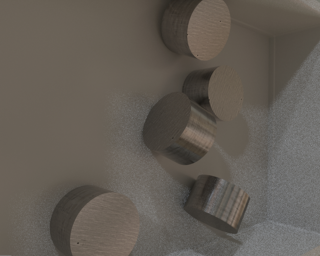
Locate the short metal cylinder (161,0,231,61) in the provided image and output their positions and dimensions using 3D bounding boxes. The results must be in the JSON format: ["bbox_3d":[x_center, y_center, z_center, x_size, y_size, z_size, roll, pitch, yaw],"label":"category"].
[{"bbox_3d":[0.049,-0.136,0.417,0.081,0.050,0.079,-20,123,-34],"label":"short metal cylinder"}]

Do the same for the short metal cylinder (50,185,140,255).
[{"bbox_3d":[-0.069,0.106,0.334,0.081,0.050,0.079,0,90,-40],"label":"short metal cylinder"}]

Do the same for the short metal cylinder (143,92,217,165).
[{"bbox_3d":[0.024,0.001,0.393,0.050,0.080,0.080,31,71,-36],"label":"short metal cylinder"}]

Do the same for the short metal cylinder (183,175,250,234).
[{"bbox_3d":[0.080,0.109,0.441,0.080,0.080,0.050,43,64,-32],"label":"short metal cylinder"}]

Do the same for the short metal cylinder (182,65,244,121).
[{"bbox_3d":[0.079,-0.049,0.459,0.081,0.050,0.079,0,90,-40],"label":"short metal cylinder"}]
